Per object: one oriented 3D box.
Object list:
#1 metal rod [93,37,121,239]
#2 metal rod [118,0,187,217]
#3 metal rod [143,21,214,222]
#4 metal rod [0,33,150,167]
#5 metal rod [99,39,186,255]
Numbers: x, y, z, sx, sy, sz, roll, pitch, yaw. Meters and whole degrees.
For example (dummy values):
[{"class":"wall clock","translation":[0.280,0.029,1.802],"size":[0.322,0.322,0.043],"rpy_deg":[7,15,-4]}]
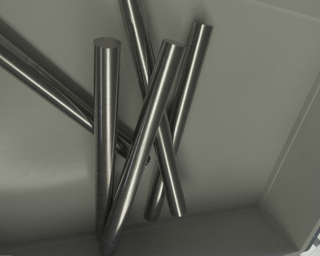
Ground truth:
[{"class":"metal rod","translation":[-0.065,0.039,0.370],"size":[0.025,0.025,0.298],"rpy_deg":[-11,132,-23]},{"class":"metal rod","translation":[-0.002,-0.005,0.384],"size":[0.025,0.025,0.298],"rpy_deg":[-22,120,-16]},{"class":"metal rod","translation":[0.019,0.009,0.425],"size":[0.025,0.025,0.298],"rpy_deg":[-1,119,-29]},{"class":"metal rod","translation":[-0.107,-0.034,0.329],"size":[0.025,0.025,0.300],"rpy_deg":[-45,130,2]},{"class":"metal rod","translation":[-0.029,0.042,0.375],"size":[0.025,0.025,0.298],"rpy_deg":[4,118,-31]}]
